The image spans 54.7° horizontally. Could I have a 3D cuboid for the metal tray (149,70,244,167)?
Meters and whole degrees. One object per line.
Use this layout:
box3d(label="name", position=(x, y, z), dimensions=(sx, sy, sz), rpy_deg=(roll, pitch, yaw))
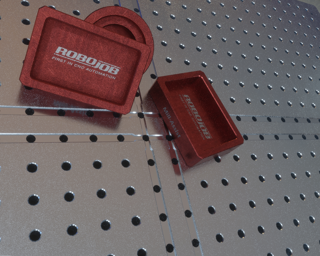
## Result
box3d(label="metal tray", position=(0.052, -0.018, 0.445), dimensions=(0.091, 0.030, 0.130), rpy_deg=(-16, 70, -35))

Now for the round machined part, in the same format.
box3d(label="round machined part", position=(-0.060, -0.107, 0.409), dimensions=(0.099, 0.042, 0.097), rpy_deg=(-4, 106, -15))

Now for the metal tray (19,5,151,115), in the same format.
box3d(label="metal tray", position=(-0.087, -0.077, 0.371), dimensions=(0.131, 0.030, 0.089), rpy_deg=(16, 100, -20))
